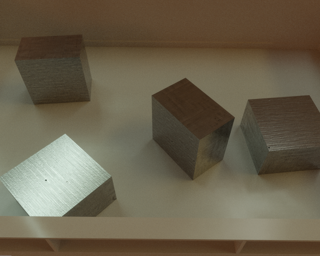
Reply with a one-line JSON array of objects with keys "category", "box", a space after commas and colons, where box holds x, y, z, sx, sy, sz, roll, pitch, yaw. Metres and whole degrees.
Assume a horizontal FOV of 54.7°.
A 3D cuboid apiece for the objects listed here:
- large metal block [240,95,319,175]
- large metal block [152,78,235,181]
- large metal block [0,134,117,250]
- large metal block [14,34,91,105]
[{"category": "large metal block", "box": [0.155, 0.007, 0.385, 0.081, 0.050, 0.080, -4, 50, -4]}, {"category": "large metal block", "box": [0.035, 0.001, 0.369, 0.050, 0.080, 0.080, -31, 57, -23]}, {"category": "large metal block", "box": [-0.106, 0.066, 0.332, 0.080, 0.050, 0.080, 37, 59, 26]}, {"category": "large metal block", "box": [-0.144, -0.081, 0.435, 0.081, 0.080, 0.050, -4, 50, -4]}]
